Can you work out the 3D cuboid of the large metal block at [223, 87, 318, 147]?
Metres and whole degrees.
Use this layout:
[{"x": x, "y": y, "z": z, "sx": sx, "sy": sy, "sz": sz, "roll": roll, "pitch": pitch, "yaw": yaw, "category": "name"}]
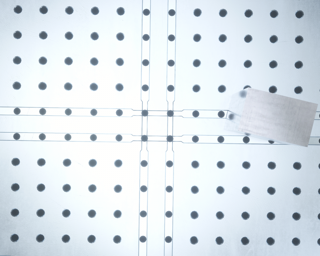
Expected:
[{"x": 0.132, "y": -0.012, "z": 0.387, "sx": 0.080, "sy": 0.080, "sz": 0.050, "roll": 14, "pitch": 90, "yaw": 0, "category": "large metal block"}]
